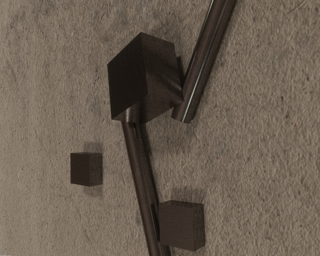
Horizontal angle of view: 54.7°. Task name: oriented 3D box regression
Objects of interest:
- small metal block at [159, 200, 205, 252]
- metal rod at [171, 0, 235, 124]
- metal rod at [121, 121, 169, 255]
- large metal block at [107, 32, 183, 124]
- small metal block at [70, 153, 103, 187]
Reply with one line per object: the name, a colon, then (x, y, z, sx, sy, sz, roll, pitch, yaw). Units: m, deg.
small metal block: (0.027, 0.118, 0.381, 0.050, 0.025, 0.050, -4, 88, 39)
metal rod: (0.072, -0.147, 0.344, 0.025, 0.025, 0.298, 30, 108, 36)
metal rod: (-0.027, 0.055, 0.425, 0.025, 0.025, 0.299, -21, 77, 38)
large metal block: (-0.022, -0.058, 0.388, 0.080, 0.050, 0.080, -28, 62, 47)
small metal block: (-0.119, 0.066, 0.501, 0.050, 0.025, 0.050, -1, 90, 39)
